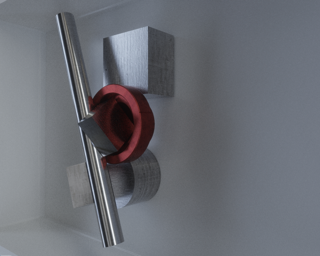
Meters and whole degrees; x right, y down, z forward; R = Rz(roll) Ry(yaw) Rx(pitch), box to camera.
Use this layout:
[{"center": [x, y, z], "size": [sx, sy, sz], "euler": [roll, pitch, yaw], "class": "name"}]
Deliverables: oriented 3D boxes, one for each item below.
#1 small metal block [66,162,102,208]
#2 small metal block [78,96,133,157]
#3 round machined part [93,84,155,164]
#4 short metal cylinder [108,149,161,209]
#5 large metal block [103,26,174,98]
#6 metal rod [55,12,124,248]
[{"center": [-0.093, 0.073, 0.395], "size": [0.025, 0.050, 0.050], "euler": [-15, 78, 5], "class": "small metal block"}, {"center": [-0.063, -0.002, 0.375], "size": [0.025, 0.050, 0.050], "euler": [-22, 111, 34], "class": "small metal block"}, {"center": [-0.045, -0.005, 0.391], "size": [0.098, 0.042, 0.097], "euler": [0, 90, 39], "class": "round machined part"}, {"center": [-0.046, 0.066, 0.425], "size": [0.080, 0.050, 0.079], "euler": [0, 90, 39], "class": "short metal cylinder"}, {"center": [-0.029, -0.080, 0.409], "size": [0.080, 0.050, 0.079], "euler": [0, 90, 39], "class": "large metal block"}, {"center": [-0.091, -0.008, 0.387], "size": [0.025, 0.025, 0.299], "euler": [-24, 75, 37], "class": "metal rod"}]
